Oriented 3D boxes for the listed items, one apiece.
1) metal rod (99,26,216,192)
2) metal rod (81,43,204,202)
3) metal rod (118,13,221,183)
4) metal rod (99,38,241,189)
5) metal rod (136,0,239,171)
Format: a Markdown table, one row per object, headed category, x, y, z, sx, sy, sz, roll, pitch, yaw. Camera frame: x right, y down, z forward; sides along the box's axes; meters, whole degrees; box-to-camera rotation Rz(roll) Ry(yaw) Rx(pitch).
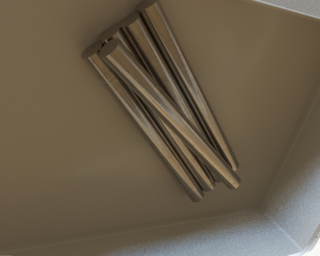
| category | x | y | z | sx | sy | sz | roll | pitch | yaw |
| --- | --- | --- | --- | --- | --- | --- | --- | --- | --- |
| metal rod | 0.013 | -0.002 | 0.413 | 0.025 | 0.025 | 0.300 | -37 | 129 | -3 |
| metal rod | -0.005 | 0.015 | 0.414 | 0.025 | 0.025 | 0.300 | -37 | 129 | -3 |
| metal rod | 0.034 | -0.016 | 0.415 | 0.025 | 0.025 | 0.300 | -37 | 129 | -3 |
| metal rod | 0.033 | 0.004 | 0.394 | 0.025 | 0.025 | 0.300 | -44 | 129 | 2 |
| metal rod | 0.052 | -0.033 | 0.415 | 0.025 | 0.025 | 0.300 | -37 | 129 | -3 |
